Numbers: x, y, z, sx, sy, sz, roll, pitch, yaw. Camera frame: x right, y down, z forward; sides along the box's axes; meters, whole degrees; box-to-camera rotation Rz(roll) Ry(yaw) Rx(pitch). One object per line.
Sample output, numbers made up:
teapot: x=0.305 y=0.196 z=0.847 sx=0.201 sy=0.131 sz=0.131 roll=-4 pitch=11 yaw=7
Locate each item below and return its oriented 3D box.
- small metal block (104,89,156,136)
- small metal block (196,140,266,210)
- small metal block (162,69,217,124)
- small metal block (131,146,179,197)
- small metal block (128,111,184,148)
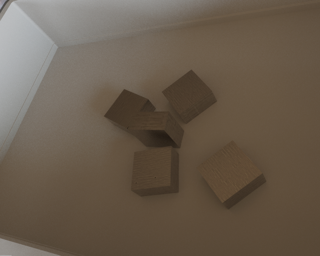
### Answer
small metal block: x=-0.043 y=-0.022 z=0.442 sx=0.050 sy=0.025 sz=0.050 roll=26 pitch=76 yaw=37
small metal block: x=0.076 y=0.050 z=0.335 sx=0.050 sy=0.025 sz=0.050 roll=-38 pitch=51 yaw=3
small metal block: x=0.038 y=-0.042 z=0.411 sx=0.050 sy=0.025 sz=0.050 roll=-37 pitch=51 yaw=3
small metal block: x=-0.005 y=0.053 z=0.376 sx=0.050 sy=0.025 sz=0.050 roll=-11 pitch=57 yaw=22
small metal block: x=-0.004 y=0.003 z=0.390 sx=0.050 sy=0.050 sz=0.025 roll=1 pitch=62 yaw=28
